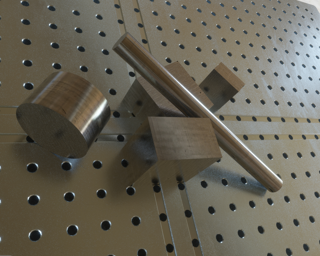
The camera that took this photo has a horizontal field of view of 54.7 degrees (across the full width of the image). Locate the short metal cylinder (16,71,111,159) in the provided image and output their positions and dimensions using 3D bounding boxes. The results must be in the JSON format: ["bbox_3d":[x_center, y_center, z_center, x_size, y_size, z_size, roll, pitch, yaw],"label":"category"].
[{"bbox_3d":[-0.100,-0.012,0.327,0.080,0.080,0.050,33,51,-8],"label":"short metal cylinder"}]

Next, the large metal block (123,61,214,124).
[{"bbox_3d":[0.011,-0.035,0.421,0.081,0.050,0.080,-31,79,-38],"label":"large metal block"}]

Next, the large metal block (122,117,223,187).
[{"bbox_3d":[0.011,0.029,0.363,0.081,0.080,0.050,0,62,-29],"label":"large metal block"}]

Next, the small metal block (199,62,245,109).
[{"bbox_3d":[0.095,-0.066,0.486,0.050,0.050,0.025,44,51,1],"label":"small metal block"}]

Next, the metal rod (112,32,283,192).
[{"bbox_3d":[0.063,-0.005,0.390,0.301,0.025,0.025,40,49,-24],"label":"metal rod"}]
